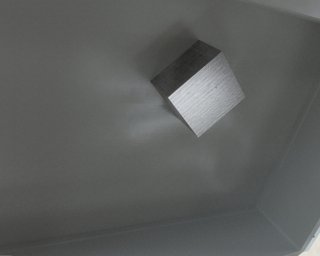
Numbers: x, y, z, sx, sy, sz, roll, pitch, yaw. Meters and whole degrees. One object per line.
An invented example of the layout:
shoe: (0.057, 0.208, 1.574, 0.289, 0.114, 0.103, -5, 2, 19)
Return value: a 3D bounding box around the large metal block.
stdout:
large metal block: (0.049, -0.049, 0.391, 0.080, 0.050, 0.080, -41, 130, -1)
